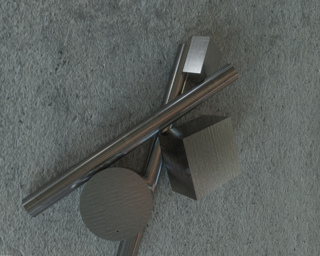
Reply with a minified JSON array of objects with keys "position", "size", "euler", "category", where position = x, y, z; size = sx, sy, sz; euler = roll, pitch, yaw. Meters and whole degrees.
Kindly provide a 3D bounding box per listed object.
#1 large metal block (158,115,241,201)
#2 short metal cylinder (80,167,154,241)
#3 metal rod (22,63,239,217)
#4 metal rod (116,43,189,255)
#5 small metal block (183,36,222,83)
[{"position":[0.053,0.034,0.401],"size":[0.081,0.050,0.080],"euler":[-23,107,-31],"category":"large metal block"},{"position":[-0.048,0.086,0.366],"size":[0.080,0.050,0.080],"euler":[0,84,0],"category":"short metal cylinder"},{"position":[-0.028,0.009,0.382],"size":[0.301,0.025,0.025],"euler":[-34,102,-10],"category":"metal rod"},{"position":[-0.004,0.033,0.408],"size":[0.025,0.025,0.299],"euler":[18,84,-19],"category":"metal rod"},{"position":[0.058,-0.089,0.419],"size":[0.050,0.025,0.050],"euler":[25,79,-59],"category":"small metal block"}]
